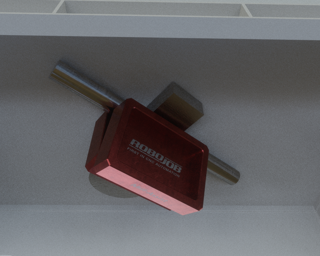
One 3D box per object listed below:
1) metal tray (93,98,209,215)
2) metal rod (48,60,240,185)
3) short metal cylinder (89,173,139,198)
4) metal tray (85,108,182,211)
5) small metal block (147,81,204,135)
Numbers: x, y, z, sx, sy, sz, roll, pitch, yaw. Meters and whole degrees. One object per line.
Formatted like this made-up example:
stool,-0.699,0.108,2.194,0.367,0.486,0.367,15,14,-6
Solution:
metal tray,-0.003,0.035,0.361,0.131,0.090,0.030,32,140,-25
metal rod,-0.003,0.005,0.413,0.301,0.025,0.025,32,123,-25
short metal cylinder,-0.052,0.055,0.429,0.080,0.050,0.080,4,137,4
metal tray,-0.025,0.040,0.399,0.131,0.090,0.030,32,123,-25
small metal block,0.018,-0.022,0.389,0.050,0.025,0.050,33,122,-26
